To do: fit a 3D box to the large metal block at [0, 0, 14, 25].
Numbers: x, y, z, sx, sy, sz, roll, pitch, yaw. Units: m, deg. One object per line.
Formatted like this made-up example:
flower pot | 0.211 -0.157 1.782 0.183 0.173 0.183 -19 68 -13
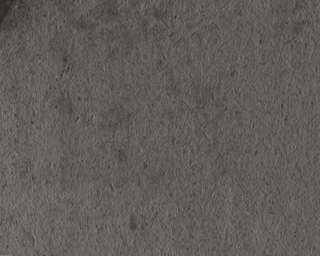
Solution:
large metal block | -0.238 -0.184 0.395 0.080 0.050 0.080 29 90 0
